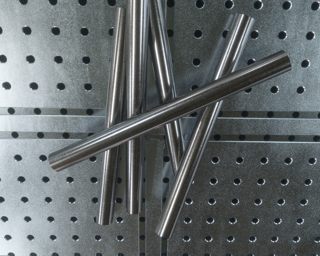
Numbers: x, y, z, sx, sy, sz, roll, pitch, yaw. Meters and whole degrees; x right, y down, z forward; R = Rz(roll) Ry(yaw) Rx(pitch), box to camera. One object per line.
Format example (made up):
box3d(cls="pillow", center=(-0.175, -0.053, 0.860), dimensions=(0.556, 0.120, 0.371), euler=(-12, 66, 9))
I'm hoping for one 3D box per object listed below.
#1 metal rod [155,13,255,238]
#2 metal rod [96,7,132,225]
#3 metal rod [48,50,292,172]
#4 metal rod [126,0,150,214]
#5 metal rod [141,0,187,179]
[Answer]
box3d(cls="metal rod", center=(0.053, 0.006, 0.397), dimensions=(0.025, 0.025, 0.298), euler=(18, 102, -7))
box3d(cls="metal rod", center=(-0.061, -0.001, 0.412), dimensions=(0.025, 0.025, 0.298), euler=(8, 110, -3))
box3d(cls="metal rod", center=(0.005, -0.017, 0.368), dimensions=(0.301, 0.025, 0.025), euler=(-24, 109, 7))
box3d(cls="metal rod", center=(-0.031, -0.016, 0.394), dimensions=(0.025, 0.025, 0.298), euler=(3, 115, -2))
box3d(cls="metal rod", center=(0.006, -0.062, 0.390), dimensions=(0.025, 0.025, 0.298), euler=(-10, 110, 3))
